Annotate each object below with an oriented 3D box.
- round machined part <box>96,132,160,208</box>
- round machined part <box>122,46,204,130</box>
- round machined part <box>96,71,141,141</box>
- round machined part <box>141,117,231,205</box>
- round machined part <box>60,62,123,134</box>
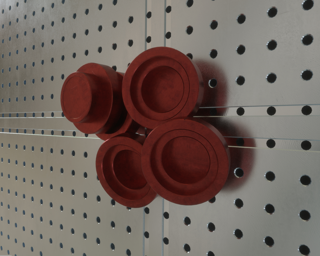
[{"bbox_3d":[-0.034,0.052,0.413,0.098,0.042,0.097,8,108,27],"label":"round machined part"},{"bbox_3d":[0.006,-0.046,0.379,0.098,0.042,0.097,1,91,23],"label":"round machined part"},{"bbox_3d":[-0.057,-0.030,0.442,0.098,0.042,0.097,0,90,39],"label":"round machined part"},{"bbox_3d":[0.031,0.035,0.355,0.098,0.042,0.097,3,101,18],"label":"round machined part"},{"bbox_3d":[-0.098,-0.040,0.422,0.098,0.042,0.097,0,90,39],"label":"round machined part"}]
